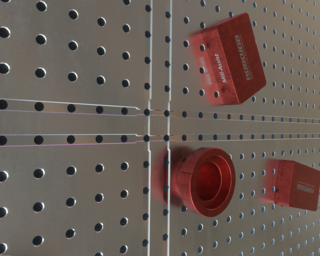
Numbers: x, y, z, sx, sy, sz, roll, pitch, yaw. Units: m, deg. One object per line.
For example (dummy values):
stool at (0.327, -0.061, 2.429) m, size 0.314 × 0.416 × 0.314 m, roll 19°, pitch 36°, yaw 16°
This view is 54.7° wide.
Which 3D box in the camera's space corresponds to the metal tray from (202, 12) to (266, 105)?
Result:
metal tray at (0.126, -0.113, 0.511) m, size 0.091 × 0.030 × 0.129 m, roll -34°, pitch 111°, yaw -35°

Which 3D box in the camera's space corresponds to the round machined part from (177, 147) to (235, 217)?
round machined part at (0.063, 0.076, 0.451) m, size 0.099 × 0.042 × 0.097 m, roll 0°, pitch 90°, yaw -40°

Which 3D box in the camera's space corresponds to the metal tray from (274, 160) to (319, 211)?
metal tray at (0.293, 0.123, 0.652) m, size 0.131 × 0.030 × 0.090 m, roll 19°, pitch 78°, yaw -39°
